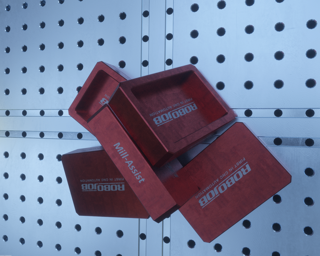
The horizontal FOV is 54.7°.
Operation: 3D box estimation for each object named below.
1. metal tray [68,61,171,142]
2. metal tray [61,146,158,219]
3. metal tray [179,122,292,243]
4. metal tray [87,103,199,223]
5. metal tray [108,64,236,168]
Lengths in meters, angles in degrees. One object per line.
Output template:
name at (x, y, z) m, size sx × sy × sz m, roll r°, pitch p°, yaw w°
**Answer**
metal tray at (-0.054, -0.020, 0.427) m, size 0.130 × 0.030 × 0.090 m, roll 38°, pitch 102°, yaw 15°
metal tray at (-0.066, 0.069, 0.407) m, size 0.130 × 0.030 × 0.089 m, roll -9°, pitch 98°, yaw 34°
metal tray at (0.079, 0.065, 0.380) m, size 0.130 × 0.030 × 0.090 m, roll -43°, pitch 77°, yaw 14°
metal tray at (-0.015, 0.034, 0.350) m, size 0.030 × 0.090 × 0.130 m, roll -40°, pitch 78°, yaw 15°
metal tray at (0.019, -0.021, 0.350) m, size 0.090 × 0.131 × 0.030 m, roll 53°, pitch 134°, yaw 12°
